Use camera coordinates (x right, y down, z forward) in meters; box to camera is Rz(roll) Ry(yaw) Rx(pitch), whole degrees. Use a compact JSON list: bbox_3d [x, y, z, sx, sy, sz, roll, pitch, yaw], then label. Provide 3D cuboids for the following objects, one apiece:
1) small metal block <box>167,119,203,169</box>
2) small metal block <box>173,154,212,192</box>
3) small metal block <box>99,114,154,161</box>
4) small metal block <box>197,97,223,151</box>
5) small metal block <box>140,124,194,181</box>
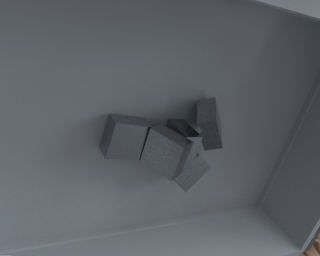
[{"bbox_3d":[0.027,0.022,0.421,0.025,0.050,0.050,1,118,-29],"label":"small metal block"},{"bbox_3d":[0.044,0.061,0.451,0.050,0.050,0.025,-44,95,1],"label":"small metal block"},{"bbox_3d":[-0.043,0.013,0.391,0.050,0.025,0.050,7,115,-32],"label":"small metal block"},{"bbox_3d":[0.068,-0.006,0.423,0.025,0.050,0.050,-9,129,15],"label":"small metal block"},{"bbox_3d":[0.008,0.030,0.391,0.025,0.050,0.050,-24,139,-55],"label":"small metal block"}]
